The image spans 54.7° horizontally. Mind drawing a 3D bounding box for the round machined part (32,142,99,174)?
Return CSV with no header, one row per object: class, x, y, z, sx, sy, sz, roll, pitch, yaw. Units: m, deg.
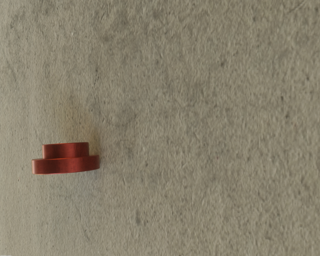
round machined part,-0.143,0.044,0.472,0.098,0.099,0.042,-6,87,39
